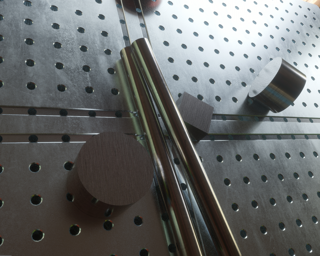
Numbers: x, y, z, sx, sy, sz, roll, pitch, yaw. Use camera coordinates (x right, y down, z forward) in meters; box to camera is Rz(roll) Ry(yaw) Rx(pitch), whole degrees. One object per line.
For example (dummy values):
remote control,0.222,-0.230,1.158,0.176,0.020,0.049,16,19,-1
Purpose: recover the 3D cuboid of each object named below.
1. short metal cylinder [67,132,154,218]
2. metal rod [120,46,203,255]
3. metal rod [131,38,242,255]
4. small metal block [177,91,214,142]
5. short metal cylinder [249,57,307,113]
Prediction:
short metal cylinder,-0.054,0.051,0.332,0.081,0.050,0.080,14,56,-21
metal rod,-0.004,0.021,0.392,0.025,0.025,0.299,-4,64,-30
metal rod,0.027,0.017,0.394,0.025,0.025,0.299,-14,74,-34
small metal block,0.045,-0.016,0.442,0.050,0.025,0.050,28,52,-11
short metal cylinder,0.196,-0.072,0.522,0.050,0.080,0.080,33,52,-7
